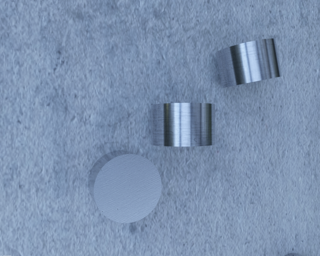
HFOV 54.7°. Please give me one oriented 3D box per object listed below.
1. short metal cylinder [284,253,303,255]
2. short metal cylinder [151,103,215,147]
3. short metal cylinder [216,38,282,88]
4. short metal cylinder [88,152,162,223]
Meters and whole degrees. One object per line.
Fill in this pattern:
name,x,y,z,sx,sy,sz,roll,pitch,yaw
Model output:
short metal cylinder,0.221,0.244,0.480,0.081,0.050,0.079,0,90,-21
short metal cylinder,0.029,-0.004,0.392,0.081,0.080,0.050,-1,91,-20
short metal cylinder,0.121,-0.087,0.426,0.081,0.080,0.050,-13,95,-20
short metal cylinder,-0.044,0.070,0.380,0.081,0.050,0.079,0,90,-21
